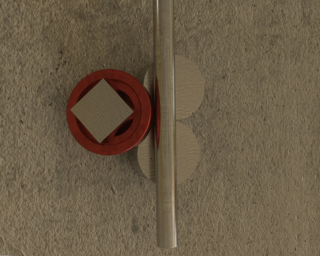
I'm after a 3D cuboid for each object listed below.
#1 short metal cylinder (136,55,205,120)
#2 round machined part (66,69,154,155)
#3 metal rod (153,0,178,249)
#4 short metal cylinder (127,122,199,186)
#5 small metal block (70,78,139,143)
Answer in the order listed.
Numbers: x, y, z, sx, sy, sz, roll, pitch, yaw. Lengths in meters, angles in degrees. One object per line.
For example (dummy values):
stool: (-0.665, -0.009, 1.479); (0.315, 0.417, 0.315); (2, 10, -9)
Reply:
short metal cylinder: (0.010, -0.050, 0.401); (0.081, 0.050, 0.079); (0, 90, -20)
round machined part: (-0.055, -0.017, 0.367); (0.098, 0.042, 0.097); (0, 88, 9)
metal rod: (0.006, -0.014, 0.360); (0.025, 0.025, 0.298); (-1, 90, -20)
short metal cylinder: (0.003, 0.030, 0.398); (0.081, 0.050, 0.080); (0, 89, -20)
small metal block: (-0.061, -0.018, 0.345); (0.050, 0.025, 0.050); (-43, 82, 4)
